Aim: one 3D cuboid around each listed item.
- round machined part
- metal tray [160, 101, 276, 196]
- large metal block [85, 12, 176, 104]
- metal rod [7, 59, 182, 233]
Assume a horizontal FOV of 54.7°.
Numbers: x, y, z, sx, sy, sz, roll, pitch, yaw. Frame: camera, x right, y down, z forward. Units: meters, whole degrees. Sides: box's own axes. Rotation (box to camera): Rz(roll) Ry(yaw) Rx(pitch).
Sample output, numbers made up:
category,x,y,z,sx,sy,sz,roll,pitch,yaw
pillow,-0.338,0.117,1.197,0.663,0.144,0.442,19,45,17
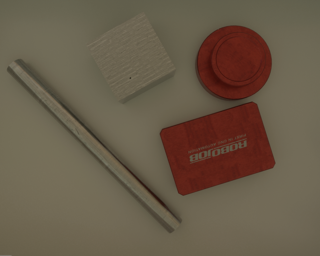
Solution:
category,x,y,z,sx,sy,sz,roll,pitch,yaw
round machined part,0.098,-0.086,0.404,0.099,0.042,0.097,0,90,-1
metal tray,0.074,0.026,0.410,0.131,0.030,0.090,-17,90,-1
large metal block,-0.035,-0.086,0.398,0.080,0.050,0.080,-29,90,0
metal rod,-0.085,0.024,0.410,0.025,0.025,0.300,-45,91,0
